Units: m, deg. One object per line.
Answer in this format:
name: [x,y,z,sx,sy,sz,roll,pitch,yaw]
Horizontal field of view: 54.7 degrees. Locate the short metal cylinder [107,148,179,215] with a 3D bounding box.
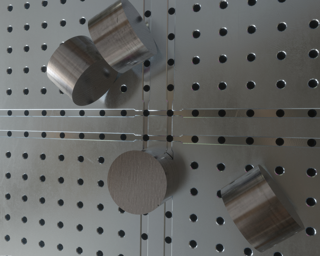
short metal cylinder: [-0.021,0.067,0.407,0.080,0.050,0.079,0,90,20]

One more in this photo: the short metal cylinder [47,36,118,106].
short metal cylinder: [-0.103,-0.077,0.420,0.050,0.080,0.080,41,103,15]

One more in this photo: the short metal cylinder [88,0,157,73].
short metal cylinder: [-0.047,-0.118,0.400,0.050,0.080,0.080,-27,81,18]

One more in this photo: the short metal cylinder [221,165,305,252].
short metal cylinder: [0.112,0.088,0.344,0.050,0.080,0.080,-38,78,16]
